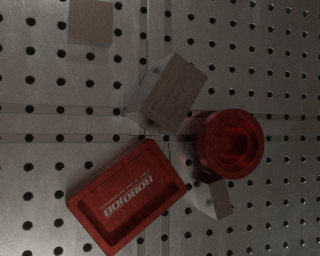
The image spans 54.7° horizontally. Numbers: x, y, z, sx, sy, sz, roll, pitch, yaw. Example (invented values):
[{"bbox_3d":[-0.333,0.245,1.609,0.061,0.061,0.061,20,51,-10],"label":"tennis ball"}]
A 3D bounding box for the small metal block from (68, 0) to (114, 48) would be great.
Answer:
[{"bbox_3d":[-0.085,-0.129,0.381,0.050,0.025,0.050,1,90,-21],"label":"small metal block"}]

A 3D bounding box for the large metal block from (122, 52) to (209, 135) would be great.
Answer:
[{"bbox_3d":[0.003,-0.039,0.386,0.050,0.080,0.080,33,79,-18],"label":"large metal block"}]

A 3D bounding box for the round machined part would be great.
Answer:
[{"bbox_3d":[0.095,0.022,0.440,0.099,0.042,0.097,0,90,-21],"label":"round machined part"}]

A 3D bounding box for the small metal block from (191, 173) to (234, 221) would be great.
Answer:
[{"bbox_3d":[0.071,0.093,0.427,0.025,0.050,0.050,-17,96,-19],"label":"small metal block"}]

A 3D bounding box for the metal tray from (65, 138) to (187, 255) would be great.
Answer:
[{"bbox_3d":[-0.041,0.084,0.395,0.131,0.030,0.090,-37,102,-17],"label":"metal tray"}]
